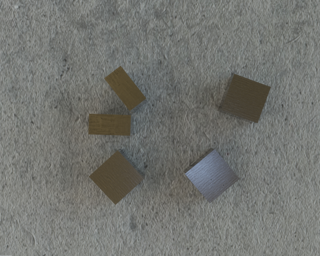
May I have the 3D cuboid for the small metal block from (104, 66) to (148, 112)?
[{"bbox_3d":[-0.042,-0.048,0.397,0.025,0.050,0.050,-38,90,0],"label":"small metal block"}]

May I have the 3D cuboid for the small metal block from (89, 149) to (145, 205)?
[{"bbox_3d":[-0.056,0.064,0.409,0.050,0.025,0.050,-43,90,0],"label":"small metal block"}]

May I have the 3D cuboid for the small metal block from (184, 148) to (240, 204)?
[{"bbox_3d":[0.067,0.062,0.410,0.050,0.025,0.050,-40,90,0],"label":"small metal block"}]

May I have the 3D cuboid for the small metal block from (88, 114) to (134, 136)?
[{"bbox_3d":[-0.060,-0.004,0.397,0.050,0.050,0.025,2,90,0],"label":"small metal block"}]

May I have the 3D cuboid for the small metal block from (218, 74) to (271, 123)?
[{"bbox_3d":[0.111,-0.038,0.411,0.050,0.025,0.050,20,90,0],"label":"small metal block"}]
